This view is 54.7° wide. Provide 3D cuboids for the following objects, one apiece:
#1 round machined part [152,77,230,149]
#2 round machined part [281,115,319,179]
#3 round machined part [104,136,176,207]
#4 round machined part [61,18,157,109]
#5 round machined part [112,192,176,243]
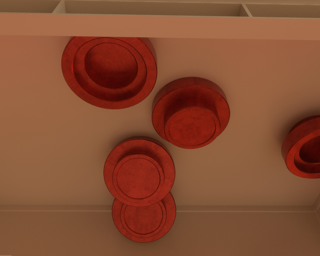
[{"bbox_3d":[0.039,-0.011,0.389,0.099,0.042,0.097,-1,130,0],"label":"round machined part"},{"bbox_3d":[0.214,0.021,0.419,0.099,0.042,0.097,-1,130,0],"label":"round machined part"},{"bbox_3d":[-0.028,0.063,0.423,0.099,0.042,0.097,0,99,-1],"label":"round machined part"},{"bbox_3d":[-0.052,-0.071,0.336,0.099,0.042,0.097,-1,130,0],"label":"round machined part"},{"bbox_3d":[-0.024,0.127,0.472,0.099,0.042,0.097,0,91,-1],"label":"round machined part"}]
